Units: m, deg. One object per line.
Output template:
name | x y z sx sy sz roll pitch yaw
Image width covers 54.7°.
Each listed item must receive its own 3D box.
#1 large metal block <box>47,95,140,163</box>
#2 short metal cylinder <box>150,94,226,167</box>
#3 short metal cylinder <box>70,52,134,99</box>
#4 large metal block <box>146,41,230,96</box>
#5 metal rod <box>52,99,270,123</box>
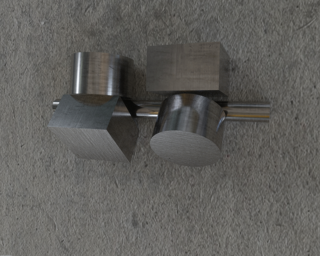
large metal block | -0.082 0.002 0.403 0.080 0.080 0.050 3 57 19
short metal cylinder | 0.033 0.005 0.363 0.080 0.080 0.050 2 56 20
short metal cylinder | -0.076 -0.066 0.407 0.080 0.080 0.050 4 92 20
large metal block | 0.037 -0.065 0.367 0.080 0.080 0.050 2 91 20
metal rod | -0.012 -0.025 0.416 0.301 0.025 0.025 3 91 19
